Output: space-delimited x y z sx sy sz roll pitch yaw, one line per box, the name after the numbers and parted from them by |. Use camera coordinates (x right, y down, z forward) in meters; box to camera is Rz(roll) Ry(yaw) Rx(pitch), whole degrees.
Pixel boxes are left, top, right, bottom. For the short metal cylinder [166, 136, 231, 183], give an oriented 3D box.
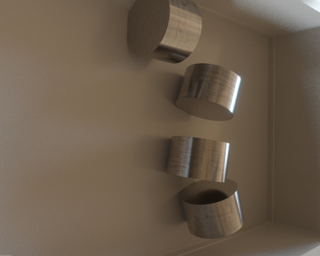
0.052 0.042 0.416 0.081 0.080 0.050 14 81 -40 | short metal cylinder

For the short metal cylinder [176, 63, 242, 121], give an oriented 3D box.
0.067 -0.048 0.430 0.080 0.080 0.050 27 73 -37 | short metal cylinder

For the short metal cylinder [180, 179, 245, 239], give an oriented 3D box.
0.073 0.110 0.435 0.081 0.080 0.050 -23 105 -38 | short metal cylinder

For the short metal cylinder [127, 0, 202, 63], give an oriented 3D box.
0.004 -0.122 0.376 0.050 0.080 0.079 3 88 -40 | short metal cylinder
